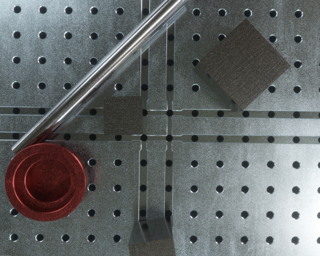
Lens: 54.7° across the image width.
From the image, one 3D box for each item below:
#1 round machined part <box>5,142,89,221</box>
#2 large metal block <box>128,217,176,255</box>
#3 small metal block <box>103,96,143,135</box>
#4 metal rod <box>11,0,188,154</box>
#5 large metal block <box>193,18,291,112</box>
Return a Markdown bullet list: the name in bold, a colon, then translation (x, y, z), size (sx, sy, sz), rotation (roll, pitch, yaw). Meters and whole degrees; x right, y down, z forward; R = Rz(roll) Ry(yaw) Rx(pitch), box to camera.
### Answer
- **round machined part**: translation (-0.142, 0.066, 0.402), size (0.099, 0.042, 0.097), rotation (0, 93, -3)
- **large metal block**: translation (-0.004, 0.165, 0.386), size (0.050, 0.080, 0.080), rotation (-9, 90, 0)
- **small metal block**: translation (-0.048, -0.016, 0.413), size (0.050, 0.025, 0.050), rotation (-1, 90, 0)
- **metal rod**: translation (-0.079, -0.072, 0.412), size (0.300, 0.025, 0.025), rotation (-44, 90, 0)
- **large metal block**: translation (0.103, -0.078, 0.402), size (0.080, 0.050, 0.080), rotation (-43, 90, 0)
